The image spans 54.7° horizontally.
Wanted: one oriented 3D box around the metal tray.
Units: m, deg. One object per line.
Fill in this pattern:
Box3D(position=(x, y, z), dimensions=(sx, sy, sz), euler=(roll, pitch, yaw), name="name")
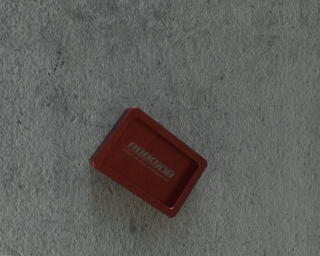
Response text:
Box3D(position=(-0.012, 0.045, 0.404), dimensions=(0.130, 0.030, 0.090), euler=(38, 78, -17), name="metal tray")
